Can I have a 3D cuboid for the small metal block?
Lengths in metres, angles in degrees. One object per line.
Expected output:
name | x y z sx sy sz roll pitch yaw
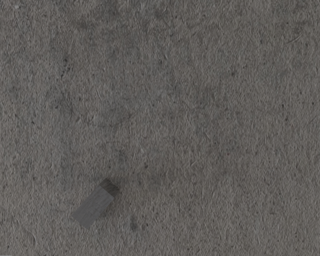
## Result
small metal block | -0.081 0.095 0.397 0.025 0.050 0.050 41 90 0
